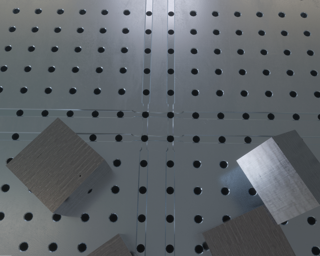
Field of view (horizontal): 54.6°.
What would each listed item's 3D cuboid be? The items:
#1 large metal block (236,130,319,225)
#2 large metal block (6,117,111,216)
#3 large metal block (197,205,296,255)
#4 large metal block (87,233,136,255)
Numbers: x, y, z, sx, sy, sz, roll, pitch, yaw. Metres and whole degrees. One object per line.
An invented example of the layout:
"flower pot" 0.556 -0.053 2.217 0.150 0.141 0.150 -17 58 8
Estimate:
"large metal block" 0.147 0.052 0.358 0.081 0.050 0.080 -8 62 -50
"large metal block" -0.120 0.048 0.380 0.080 0.050 0.080 40 75 13
"large metal block" 0.098 0.140 0.348 0.080 0.050 0.080 -22 72 -8
"large metal block" -0.055 0.173 0.335 0.080 0.050 0.080 -33 73 -11
